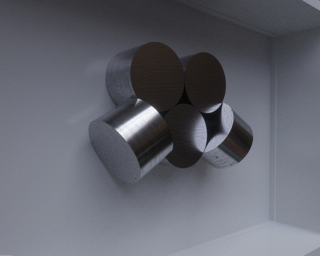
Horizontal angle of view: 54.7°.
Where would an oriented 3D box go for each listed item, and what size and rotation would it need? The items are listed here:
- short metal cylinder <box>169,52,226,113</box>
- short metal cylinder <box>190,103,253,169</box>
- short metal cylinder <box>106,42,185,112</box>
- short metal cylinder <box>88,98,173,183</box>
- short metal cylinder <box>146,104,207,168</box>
[{"bbox_3d":[0.045,-0.060,0.426,0.081,0.050,0.080,0,90,-40],"label":"short metal cylinder"},{"bbox_3d":[0.082,0.011,0.437,0.050,0.080,0.080,37,68,-34],"label":"short metal cylinder"},{"bbox_3d":[-0.017,-0.059,0.374,0.081,0.050,0.080,0,90,-40],"label":"short metal cylinder"},{"bbox_3d":[-0.033,0.014,0.341,0.050,0.080,0.080,-38,113,-34],"label":"short metal cylinder"},{"bbox_3d":[0.015,0.010,0.401,0.081,0.050,0.080,0,90,-40],"label":"short metal cylinder"}]
